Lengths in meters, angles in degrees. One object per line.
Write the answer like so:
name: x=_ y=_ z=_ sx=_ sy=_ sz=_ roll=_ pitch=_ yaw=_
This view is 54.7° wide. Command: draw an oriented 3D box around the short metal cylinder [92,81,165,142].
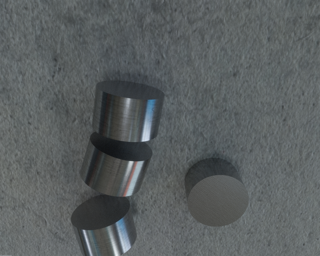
short metal cylinder: x=-0.038 y=-0.022 z=0.372 sx=0.081 sy=0.080 sz=0.050 roll=9 pitch=110 yaw=-4

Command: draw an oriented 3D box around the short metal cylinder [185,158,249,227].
short metal cylinder: x=0.076 y=0.088 z=0.430 sx=0.081 sy=0.050 sz=0.079 roll=0 pitch=110 yaw=-1

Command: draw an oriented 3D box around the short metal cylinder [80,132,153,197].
short metal cylinder: x=-0.056 y=0.043 z=0.396 sx=0.080 sy=0.080 sz=0.050 roll=17 pitch=109 yaw=-7

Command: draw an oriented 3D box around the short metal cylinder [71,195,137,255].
short metal cylinder: x=-0.076 y=0.135 z=0.429 sx=0.080 sy=0.080 sz=0.050 roll=-9 pitch=110 yaw=3
